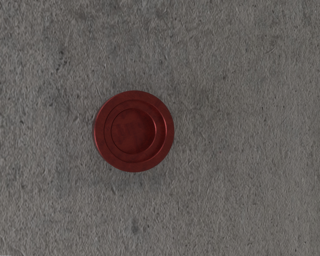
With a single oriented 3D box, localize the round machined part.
[{"bbox_3d":[-0.035,0.004,0.387,0.099,0.042,0.097,0,90,-20],"label":"round machined part"}]
